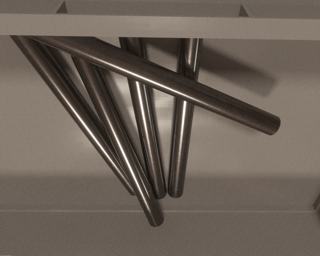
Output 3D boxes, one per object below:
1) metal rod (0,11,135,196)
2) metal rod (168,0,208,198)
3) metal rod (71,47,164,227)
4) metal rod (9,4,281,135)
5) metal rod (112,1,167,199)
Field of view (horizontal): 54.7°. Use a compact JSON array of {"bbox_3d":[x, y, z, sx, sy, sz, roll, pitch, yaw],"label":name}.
[{"bbox_3d":[-0.094,-0.008,0.400,0.025,0.025,0.299,-18,128,14],"label":"metal rod"},{"bbox_3d":[0.030,-0.011,0.399,0.025,0.025,0.298,1,130,-2],"label":"metal rod"},{"bbox_3d":[-0.046,0.034,0.421,0.025,0.025,0.299,-12,125,10],"label":"metal rod"},{"bbox_3d":[0.001,-0.052,0.330,0.302,0.025,0.025,20,127,-17],"label":"metal rod"},{"bbox_3d":[-0.018,-0.008,0.401,0.025,0.025,0.298,-5,130,4],"label":"metal rod"}]
